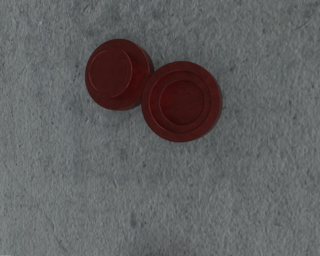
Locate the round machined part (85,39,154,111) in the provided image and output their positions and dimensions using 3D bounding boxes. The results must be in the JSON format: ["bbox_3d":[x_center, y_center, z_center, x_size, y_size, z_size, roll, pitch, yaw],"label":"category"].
[{"bbox_3d":[-0.060,-0.073,0.420,0.098,0.042,0.097,0,90,19],"label":"round machined part"}]

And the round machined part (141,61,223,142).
[{"bbox_3d":[0.030,-0.032,0.389,0.098,0.042,0.097,0,90,19],"label":"round machined part"}]
